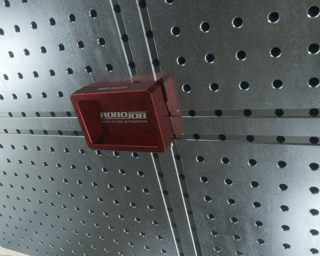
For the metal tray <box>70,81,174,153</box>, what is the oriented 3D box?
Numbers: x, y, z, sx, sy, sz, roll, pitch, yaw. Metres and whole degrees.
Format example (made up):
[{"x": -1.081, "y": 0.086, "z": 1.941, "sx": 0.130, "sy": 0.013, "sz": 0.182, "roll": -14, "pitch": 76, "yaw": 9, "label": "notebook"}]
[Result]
[{"x": -0.053, "y": -0.013, "z": 0.428, "sx": 0.130, "sy": 0.030, "sz": 0.090, "roll": 0, "pitch": 119, "yaw": 28, "label": "metal tray"}]
